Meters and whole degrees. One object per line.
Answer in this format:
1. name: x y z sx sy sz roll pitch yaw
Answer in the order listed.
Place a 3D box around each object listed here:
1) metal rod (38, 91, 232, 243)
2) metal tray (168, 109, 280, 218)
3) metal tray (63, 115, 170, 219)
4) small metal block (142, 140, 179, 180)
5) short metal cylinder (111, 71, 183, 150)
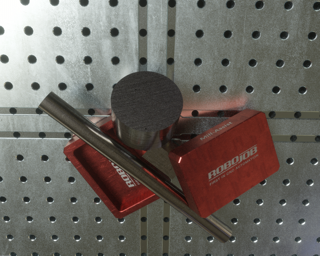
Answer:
1. metal rod: -0.021 0.058 0.399 0.301 0.025 0.025 39 105 -14
2. metal tray: 0.085 0.043 0.396 0.131 0.030 0.090 -28 110 -16
3. metal tray: -0.055 0.053 0.425 0.090 0.030 0.130 -30 108 10
4. small metal block: 0.005 0.033 0.407 0.050 0.050 0.025 39 106 -13
5. short metal cylinder: -0.017 -0.020 0.366 0.081 0.080 0.050 8 152 -3
